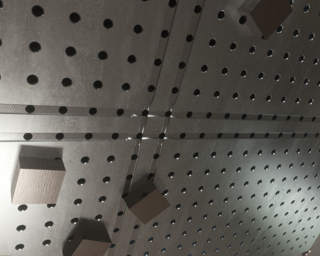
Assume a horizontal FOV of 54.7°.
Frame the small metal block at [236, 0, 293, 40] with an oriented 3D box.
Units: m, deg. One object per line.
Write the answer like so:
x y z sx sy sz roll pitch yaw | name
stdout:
0.134 -0.150 0.394 0.050 0.025 0.050 -48 129 6 | small metal block

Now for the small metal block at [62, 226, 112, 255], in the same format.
-0.109 0.179 0.464 0.050 0.025 0.050 26 104 -38 | small metal block

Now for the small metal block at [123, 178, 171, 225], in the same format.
-0.019 0.112 0.472 0.050 0.025 0.050 -36 130 -4 | small metal block

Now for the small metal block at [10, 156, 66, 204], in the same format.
-0.146 0.063 0.371 0.050 0.025 0.050 9 114 -33 | small metal block
